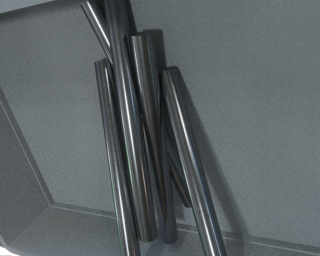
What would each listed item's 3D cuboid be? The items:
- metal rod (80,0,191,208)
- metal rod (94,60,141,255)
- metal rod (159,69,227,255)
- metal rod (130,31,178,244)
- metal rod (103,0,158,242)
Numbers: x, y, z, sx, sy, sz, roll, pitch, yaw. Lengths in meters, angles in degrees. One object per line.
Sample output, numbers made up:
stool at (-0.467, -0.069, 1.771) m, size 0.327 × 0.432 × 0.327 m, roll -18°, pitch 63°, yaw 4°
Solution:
metal rod at (-0.017, -0.020, 0.405) m, size 0.025 × 0.025 × 0.299 m, roll -14°, pitch 111°, yaw 34°
metal rod at (-0.052, 0.063, 0.403) m, size 0.025 × 0.025 × 0.298 m, roll -6°, pitch 93°, yaw 31°
metal rod at (0.046, 0.078, 0.356) m, size 0.025 × 0.025 × 0.298 m, roll -17°, pitch 85°, yaw 35°
metal rod at (-0.002, 0.032, 0.396) m, size 0.025 × 0.025 × 0.298 m, roll 6°, pitch 119°, yaw 25°
metal rod at (-0.033, -0.003, 0.374) m, size 0.025 × 0.025 × 0.298 m, roll -1°, pitch 103°, yaw 28°
